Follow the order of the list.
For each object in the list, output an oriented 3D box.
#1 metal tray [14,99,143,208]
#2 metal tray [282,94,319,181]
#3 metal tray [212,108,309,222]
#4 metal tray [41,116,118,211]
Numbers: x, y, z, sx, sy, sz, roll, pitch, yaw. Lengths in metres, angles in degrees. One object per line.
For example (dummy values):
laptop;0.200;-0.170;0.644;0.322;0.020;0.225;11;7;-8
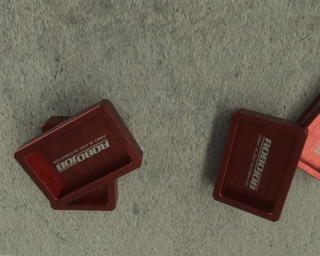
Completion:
metal tray;-0.098;0.033;0.385;0.130;0.030;0.090;-28;108;9
metal tray;0.233;0.004;0.410;0.090;0.030;0.129;31;107;-11
metal tray;0.128;0.048;0.406;0.090;0.030;0.129;17;111;21
metal tray;-0.106;0.050;0.424;0.091;0.030;0.129;1;110;-1
